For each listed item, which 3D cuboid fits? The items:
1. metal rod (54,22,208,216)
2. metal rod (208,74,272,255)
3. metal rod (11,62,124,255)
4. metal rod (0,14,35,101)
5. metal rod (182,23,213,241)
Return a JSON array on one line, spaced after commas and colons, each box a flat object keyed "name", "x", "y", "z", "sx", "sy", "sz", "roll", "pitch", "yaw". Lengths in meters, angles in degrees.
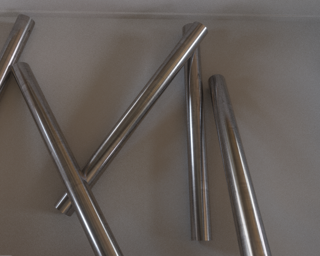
[{"name": "metal rod", "x": -0.030, "y": -0.020, "z": 0.401, "sx": 0.025, "sy": 0.025, "sz": 0.300, "roll": 34, "pitch": 78, "yaw": 11}, {"name": "metal rod", "x": 0.080, "y": 0.038, "z": 0.328, "sx": 0.025, "sy": 0.025, "sz": 0.300, "roll": 0, "pitch": 44, "yaw": 0}, {"name": "metal rod", "x": -0.121, "y": 0.028, "z": 0.374, "sx": 0.025, "sy": 0.025, "sz": 0.299, "roll": -29, "pitch": 64, "yaw": -10}, {"name": "metal rod", "x": -0.235, "y": -0.026, "z": 0.416, "sx": 0.025, "sy": 0.025, "sz": 0.299, "roll": 13, "pitch": 70, "yaw": 4}, {"name": "metal rod", "x": 0.047, "y": -0.009, "z": 0.413, "sx": 0.025, "sy": 0.025, "sz": 0.299, "roll": 0, "pitch": 70, "yaw": -1}]
